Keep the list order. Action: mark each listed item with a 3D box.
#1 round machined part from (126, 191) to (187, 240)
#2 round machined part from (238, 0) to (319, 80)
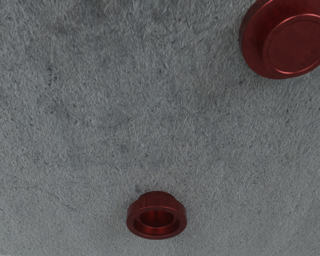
[{"bbox_3d":[-0.005,0.142,0.517,0.099,0.042,0.097,0,130,0],"label":"round machined part"},{"bbox_3d":[0.135,-0.091,0.319,0.099,0.042,0.097,0,130,0],"label":"round machined part"}]
